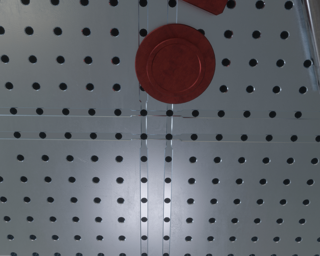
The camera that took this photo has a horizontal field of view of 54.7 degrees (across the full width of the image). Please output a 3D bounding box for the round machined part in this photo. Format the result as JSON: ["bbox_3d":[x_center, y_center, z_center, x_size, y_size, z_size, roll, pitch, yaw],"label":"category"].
[{"bbox_3d":[0.019,-0.076,0.376,0.099,0.042,0.097,0,110,0],"label":"round machined part"}]

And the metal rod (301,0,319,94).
[{"bbox_3d":[0.166,-0.178,0.348,0.025,0.025,0.299,-19,109,7],"label":"metal rod"}]

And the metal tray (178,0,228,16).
[{"bbox_3d":[0.051,-0.202,0.337,0.090,0.030,0.129,21,109,-8],"label":"metal tray"}]
